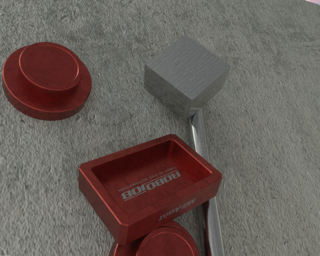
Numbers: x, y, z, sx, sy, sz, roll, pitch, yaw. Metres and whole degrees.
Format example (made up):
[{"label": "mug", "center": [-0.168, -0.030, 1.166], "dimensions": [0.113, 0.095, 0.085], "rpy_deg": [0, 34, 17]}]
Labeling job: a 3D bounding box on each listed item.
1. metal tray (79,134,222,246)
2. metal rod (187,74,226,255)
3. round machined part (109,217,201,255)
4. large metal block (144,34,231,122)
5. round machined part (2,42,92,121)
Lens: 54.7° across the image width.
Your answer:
[{"label": "metal tray", "center": [-0.009, 0.057, 0.335], "dimensions": [0.131, 0.030, 0.090], "rpy_deg": [-18, 43, -35]}, {"label": "metal rod", "center": [0.055, 0.054, 0.400], "dimensions": [0.025, 0.025, 0.299], "rpy_deg": [10, 57, -23]}, {"label": "round machined part", "center": [0.001, 0.137, 0.309], "dimensions": [0.099, 0.042, 0.098], "rpy_deg": [14, 56, -21]}, {"label": "large metal block", "center": [0.035, -0.070, 0.426], "dimensions": [0.080, 0.050, 0.080], "rpy_deg": [40, 65, 17]}, {"label": "round machined part", "center": [-0.128, -0.061, 0.361], "dimensions": [0.099, 0.042, 0.098], "rpy_deg": [14, 56, -21]}]
